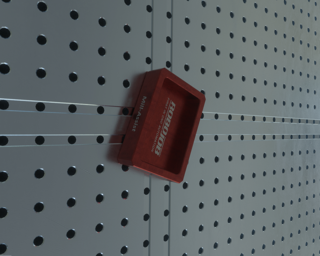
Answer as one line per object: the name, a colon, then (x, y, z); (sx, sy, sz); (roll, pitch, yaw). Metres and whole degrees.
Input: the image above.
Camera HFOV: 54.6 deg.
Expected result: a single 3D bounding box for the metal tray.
metal tray: (0.007, -0.002, 0.410); (0.090, 0.030, 0.130); (28, 73, -37)
